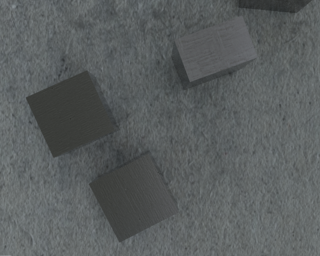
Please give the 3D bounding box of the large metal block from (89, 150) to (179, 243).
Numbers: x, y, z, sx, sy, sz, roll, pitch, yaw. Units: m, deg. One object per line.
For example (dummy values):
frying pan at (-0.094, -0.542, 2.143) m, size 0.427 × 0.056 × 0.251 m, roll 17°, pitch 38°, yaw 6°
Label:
large metal block at (-0.031, 0.084, 0.397) m, size 0.080 × 0.050 × 0.080 m, roll -27°, pitch 90°, yaw 0°

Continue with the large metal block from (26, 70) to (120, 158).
large metal block at (-0.108, -0.017, 0.396) m, size 0.080 × 0.050 × 0.080 m, roll -24°, pitch 90°, yaw -1°

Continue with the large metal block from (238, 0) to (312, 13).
large metal block at (0.151, -0.201, 0.399) m, size 0.081 × 0.050 × 0.079 m, roll 5°, pitch 90°, yaw -1°

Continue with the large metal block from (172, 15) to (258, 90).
large metal block at (0.062, -0.088, 0.383) m, size 0.080 × 0.080 × 0.050 m, roll -20°, pitch 90°, yaw 0°
